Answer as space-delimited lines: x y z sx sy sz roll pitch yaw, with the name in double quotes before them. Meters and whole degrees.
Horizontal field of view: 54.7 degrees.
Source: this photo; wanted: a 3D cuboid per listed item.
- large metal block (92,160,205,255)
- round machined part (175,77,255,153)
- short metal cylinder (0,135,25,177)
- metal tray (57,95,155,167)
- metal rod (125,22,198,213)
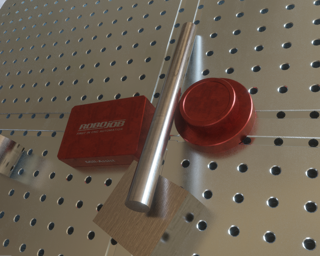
"large metal block" -0.012 0.094 0.341 0.080 0.050 0.080 25 75 36
"round machined part" 0.062 -0.022 0.378 0.098 0.042 0.098 -13 56 21
"short metal cylinder" -0.264 0.039 0.488 0.080 0.080 0.050 8 66 31
"metal tray" -0.076 0.006 0.442 0.130 0.030 0.090 -6 59 25
"metal rod" 0.012 -0.039 0.388 0.025 0.025 0.300 -5 48 26
